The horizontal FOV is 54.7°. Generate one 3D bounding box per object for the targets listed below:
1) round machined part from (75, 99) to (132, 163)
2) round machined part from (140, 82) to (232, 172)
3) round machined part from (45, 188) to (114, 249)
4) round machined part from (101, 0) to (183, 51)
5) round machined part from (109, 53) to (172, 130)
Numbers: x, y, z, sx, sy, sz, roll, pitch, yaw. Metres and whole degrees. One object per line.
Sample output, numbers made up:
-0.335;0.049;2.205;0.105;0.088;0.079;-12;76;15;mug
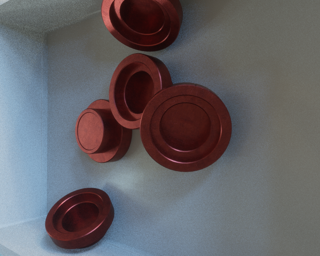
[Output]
-0.092;0.005;0.472;0.098;0.042;0.097;0;90;40;round machined part
0.029;-0.003;0.351;0.099;0.042;0.097;1;105;3;round machined part
-0.116;0.140;0.467;0.098;0.099;0.042;17;134;38;round machined part
-0.019;-0.146;0.387;0.098;0.098;0.042;-14;48;39;round machined part
-0.020;-0.046;0.411;0.098;0.042;0.097;-2;87;42;round machined part
